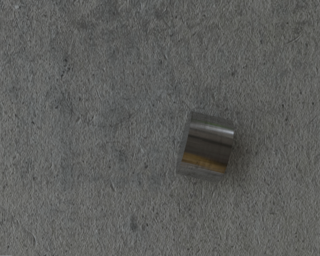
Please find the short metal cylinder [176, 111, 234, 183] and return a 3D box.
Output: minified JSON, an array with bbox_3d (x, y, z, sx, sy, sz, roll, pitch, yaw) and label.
[{"bbox_3d":[0.053,0.023,0.383,0.050,0.080,0.080,14,90,0],"label":"short metal cylinder"}]
